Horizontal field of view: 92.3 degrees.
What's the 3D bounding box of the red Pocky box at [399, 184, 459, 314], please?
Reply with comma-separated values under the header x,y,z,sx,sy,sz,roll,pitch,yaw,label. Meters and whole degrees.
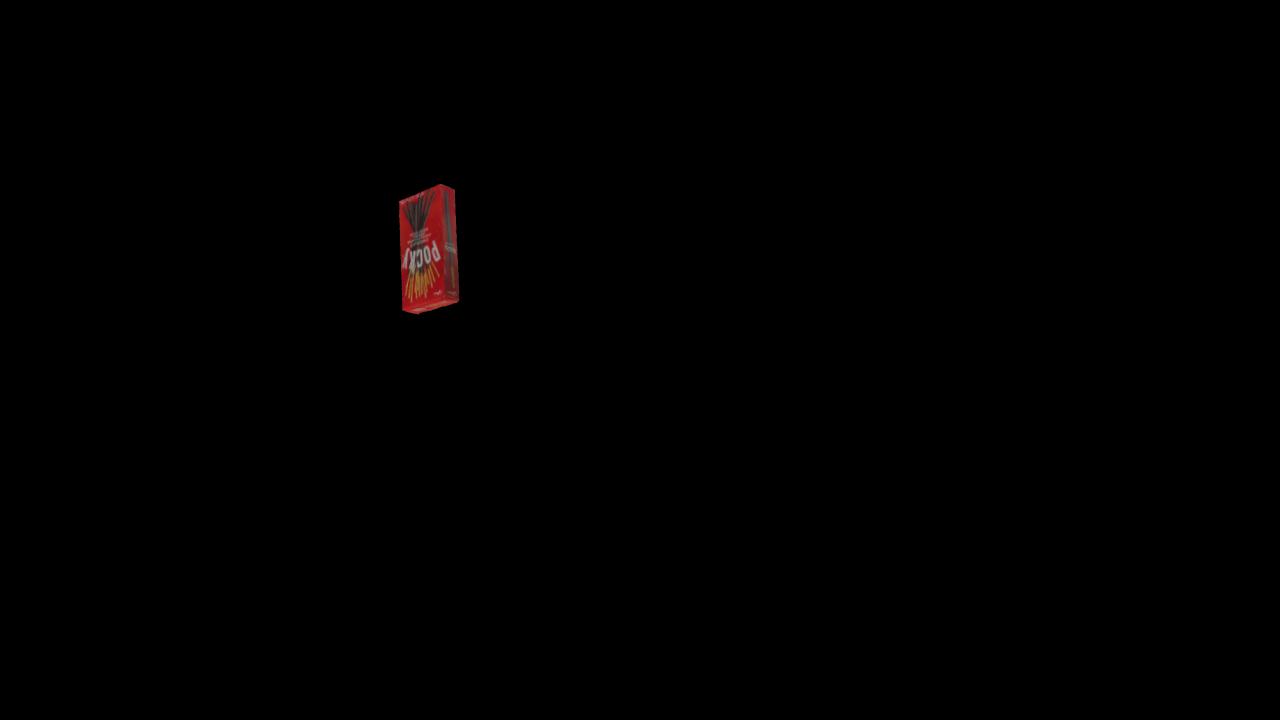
x,y,z,sx,sy,sz,roll,pitch,yaw,label
-0.274,-0.143,0.798,0.083,0.155,0.028,-11,-11,28,red Pocky box
